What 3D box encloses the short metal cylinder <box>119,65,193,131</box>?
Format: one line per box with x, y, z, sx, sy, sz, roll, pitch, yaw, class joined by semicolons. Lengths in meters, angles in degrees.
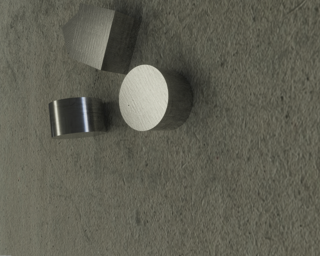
-0.006;-0.036;0.391;0.080;0.050;0.079;0;90;39;short metal cylinder

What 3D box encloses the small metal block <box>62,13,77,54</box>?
-0.133;-0.154;0.512;0.050;0.025;0.050;-24;75;37;small metal block

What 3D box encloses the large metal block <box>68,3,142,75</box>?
-0.082;-0.130;0.454;0.080;0.050;0.079;27;107;36;large metal block

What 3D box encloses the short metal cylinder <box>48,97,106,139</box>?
-0.125;-0.013;0.469;0.080;0.081;0.050;-12;82;39;short metal cylinder
